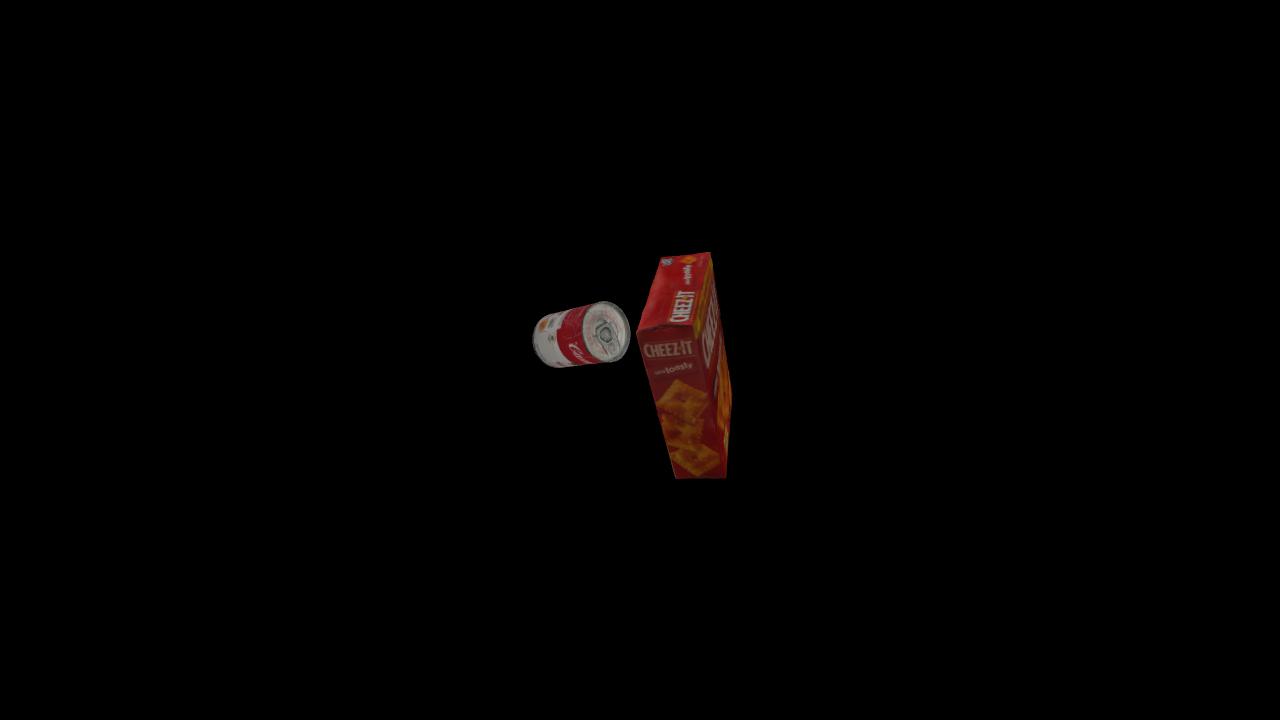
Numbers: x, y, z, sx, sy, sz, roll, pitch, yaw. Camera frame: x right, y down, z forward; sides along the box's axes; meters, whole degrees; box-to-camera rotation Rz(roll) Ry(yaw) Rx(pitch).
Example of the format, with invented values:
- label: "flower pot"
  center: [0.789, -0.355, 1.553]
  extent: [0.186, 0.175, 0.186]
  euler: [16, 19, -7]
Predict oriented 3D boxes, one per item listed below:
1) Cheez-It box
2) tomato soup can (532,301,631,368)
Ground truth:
- label: "Cheez-It box"
  center: [0.062, 0.007, 0.734]
  extent: [0.071, 0.223, 0.166]
  euler: [-5, 35, 15]
- label: "tomato soup can"
  center: [-0.069, -0.027, 0.700]
  extent: [0.068, 0.068, 0.101]
  euler: [0, -4, -43]
